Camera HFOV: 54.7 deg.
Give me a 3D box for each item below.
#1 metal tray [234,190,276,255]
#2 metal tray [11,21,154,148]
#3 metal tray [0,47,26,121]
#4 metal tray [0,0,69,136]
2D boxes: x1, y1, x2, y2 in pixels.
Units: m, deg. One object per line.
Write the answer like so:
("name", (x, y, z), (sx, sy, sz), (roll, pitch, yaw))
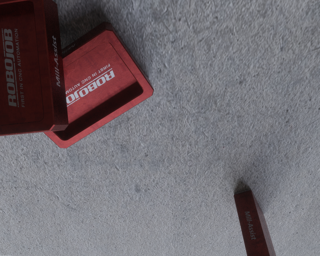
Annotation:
("metal tray", (0.155, 0.175, 0.489), (0.030, 0.130, 0.090), (-21, 127, 17))
("metal tray", (-0.085, -0.044, 0.345), (0.130, 0.030, 0.090), (-31, 125, 7))
("metal tray", (-0.228, -0.049, 0.360), (0.131, 0.030, 0.089), (-3, 130, 2))
("metal tray", (-0.142, -0.058, 0.297), (0.090, 0.030, 0.129), (-5, 90, 8))
